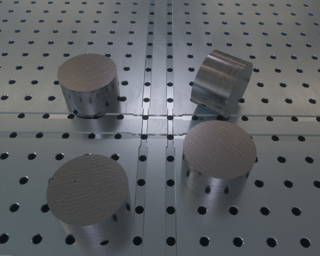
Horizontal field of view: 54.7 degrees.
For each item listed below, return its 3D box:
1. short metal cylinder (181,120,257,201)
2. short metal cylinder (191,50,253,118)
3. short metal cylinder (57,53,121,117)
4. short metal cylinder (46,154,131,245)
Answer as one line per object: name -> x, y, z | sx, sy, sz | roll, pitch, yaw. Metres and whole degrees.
short metal cylinder -> 0.066, 0.037, 0.360 | 0.081, 0.050, 0.080 | 0, 50, 0
short metal cylinder -> 0.085, -0.060, 0.423 | 0.050, 0.080, 0.080 | 28, 55, 21
short metal cylinder -> -0.099, -0.062, 0.442 | 0.081, 0.050, 0.080 | 0, 50, 0
short metal cylinder -> -0.072, 0.075, 0.328 | 0.081, 0.050, 0.080 | 0, 50, 0
